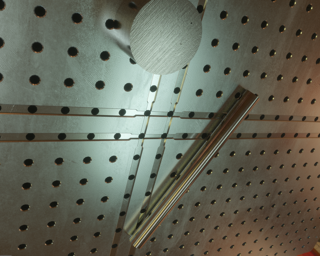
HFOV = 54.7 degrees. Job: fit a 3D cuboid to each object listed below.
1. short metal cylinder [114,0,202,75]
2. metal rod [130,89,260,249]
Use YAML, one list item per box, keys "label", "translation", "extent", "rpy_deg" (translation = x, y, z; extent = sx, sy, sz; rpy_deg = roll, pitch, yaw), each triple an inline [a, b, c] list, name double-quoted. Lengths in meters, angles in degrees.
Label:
- label: "short metal cylinder"
  translation: [-0.003, -0.103, 0.330]
  extent: [0.081, 0.050, 0.079]
  rpy_deg: [-14, 124, -21]
- label: "metal rod"
  translation: [0.049, 0.069, 0.479]
  extent: [0.025, 0.025, 0.299]
  rpy_deg: [29, 102, -38]
